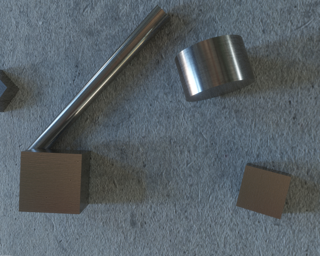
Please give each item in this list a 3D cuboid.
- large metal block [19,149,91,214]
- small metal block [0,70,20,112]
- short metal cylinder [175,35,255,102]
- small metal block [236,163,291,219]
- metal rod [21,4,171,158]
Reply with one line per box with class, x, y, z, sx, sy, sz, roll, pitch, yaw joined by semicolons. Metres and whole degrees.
large metal block;-0.144;0.072;0.433;0.081;0.050;0.079;3;91;1
small metal block;-0.265;-0.061;0.500;0.050;0.025;0.050;44;103;14
short metal cylinder;0.063;-0.066;0.357;0.080;0.080;0.050;-17;85;19
small metal block;0.122;0.073;0.366;0.050;0.025;0.050;14;95;19
metal rod;-0.099;-0.052;0.442;0.299;0.025;0.025;-44;77;14
